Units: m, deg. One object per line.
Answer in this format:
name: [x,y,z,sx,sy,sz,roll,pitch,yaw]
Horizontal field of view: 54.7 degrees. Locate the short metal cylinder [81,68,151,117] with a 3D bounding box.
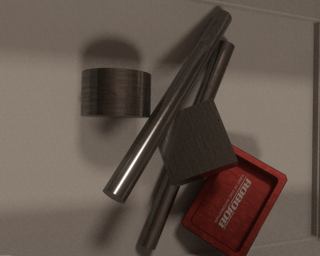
short metal cylinder: [-0.051,-0.038,0.363,0.081,0.080,0.050,1,90,-20]

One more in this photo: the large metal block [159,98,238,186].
large metal block: [0.043,0.020,0.384,0.080,0.050,0.080,-21,72,8]

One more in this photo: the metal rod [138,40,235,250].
metal rod: [0.039,0.017,0.426,0.025,0.025,0.299,25,81,-19]

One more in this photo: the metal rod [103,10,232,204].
metal rod: [0.023,-0.046,0.377,0.025,0.025,0.300,40,61,-16]

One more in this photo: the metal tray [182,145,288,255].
metal tray: [0.101,0.100,0.423,0.090,0.030,0.130,31,78,14]
